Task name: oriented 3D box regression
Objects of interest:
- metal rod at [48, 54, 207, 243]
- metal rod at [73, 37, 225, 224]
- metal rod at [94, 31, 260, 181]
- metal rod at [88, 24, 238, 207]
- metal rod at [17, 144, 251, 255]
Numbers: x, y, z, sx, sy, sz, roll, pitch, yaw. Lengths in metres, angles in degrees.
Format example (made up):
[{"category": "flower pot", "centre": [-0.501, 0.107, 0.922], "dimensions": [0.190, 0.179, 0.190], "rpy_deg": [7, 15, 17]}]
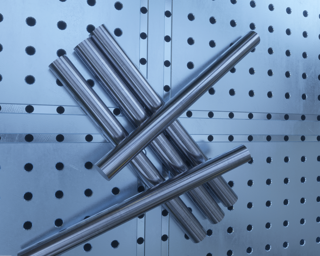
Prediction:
[{"category": "metal rod", "centre": [-0.034, 0.036, 0.401], "dimensions": [0.025, 0.025, 0.300], "rpy_deg": [-41, 103, -16]}, {"category": "metal rod", "centre": [-0.007, 0.013, 0.411], "dimensions": [0.025, 0.025, 0.300], "rpy_deg": [-41, 103, -16]}, {"category": "metal rod", "centre": [0.037, -0.043, 0.406], "dimensions": [0.301, 0.025, 0.025], "rpy_deg": [-42, 104, -24]}, {"category": "metal rod", "centre": [0.012, -0.007, 0.418], "dimensions": [0.025, 0.025, 0.300], "rpy_deg": [-42, 104, -15]}, {"category": "metal rod", "centre": [-0.022, 0.093, 0.383], "dimensions": [0.302, 0.025, 0.025], "rpy_deg": [-24, 99, -11]}]
